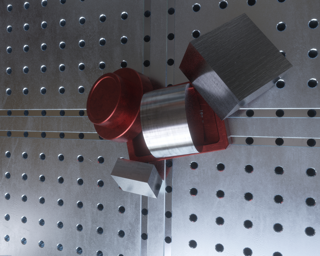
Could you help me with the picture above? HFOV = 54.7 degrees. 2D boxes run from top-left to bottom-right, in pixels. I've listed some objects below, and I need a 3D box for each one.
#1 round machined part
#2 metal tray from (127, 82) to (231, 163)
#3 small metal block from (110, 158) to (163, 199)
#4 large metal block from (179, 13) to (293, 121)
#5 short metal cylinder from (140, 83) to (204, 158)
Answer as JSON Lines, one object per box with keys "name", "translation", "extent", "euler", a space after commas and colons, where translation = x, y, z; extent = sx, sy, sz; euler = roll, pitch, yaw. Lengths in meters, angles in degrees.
{"name": "round machined part", "translation": [-0.058, -0.033, 0.400], "extent": [0.098, 0.042, 0.098], "euler": [-16, 66, 39]}
{"name": "metal tray", "translation": [0.018, -0.007, 0.401], "extent": [0.130, 0.030, 0.089], "euler": [-12, 86, 19]}
{"name": "small metal block", "translation": [-0.029, 0.066, 0.403], "extent": [0.050, 0.050, 0.025], "euler": [8, 59, 20]}
{"name": "large metal block", "translation": [0.082, -0.068, 0.345], "extent": [0.080, 0.050, 0.080], "euler": [-32, 78, -20]}
{"name": "short metal cylinder", "translation": [0.017, -0.008, 0.360], "extent": [0.050, 0.080, 0.080], "euler": [-9, 87, 19]}
